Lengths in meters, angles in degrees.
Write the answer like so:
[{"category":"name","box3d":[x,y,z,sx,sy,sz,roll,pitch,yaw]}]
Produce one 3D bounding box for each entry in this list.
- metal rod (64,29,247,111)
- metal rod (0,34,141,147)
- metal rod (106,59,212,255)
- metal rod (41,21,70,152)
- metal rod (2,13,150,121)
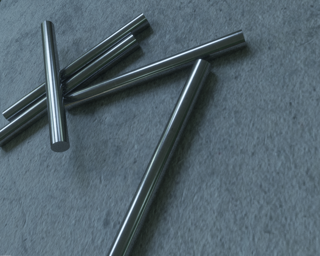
[{"category":"metal rod","box3d":[-0.023,-0.080,0.463,0.301,0.025,0.025,-17,55,18]},{"category":"metal rod","box3d":[-0.163,-0.060,0.523,0.300,0.025,0.025,-35,52,5]},{"category":"metal rod","box3d":[0.000,0.043,0.376,0.025,0.025,0.300,12,68,33]},{"category":"metal rod","box3d":[-0.178,-0.086,0.513,0.025,0.025,0.299,-28,52,10]},{"category":"metal rod","box3d":[-0.148,-0.103,0.542,0.300,0.025,0.025,-34,52,5]}]
